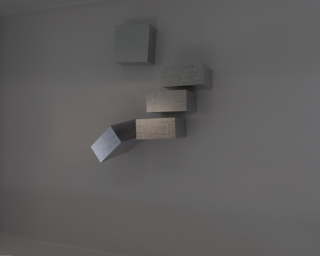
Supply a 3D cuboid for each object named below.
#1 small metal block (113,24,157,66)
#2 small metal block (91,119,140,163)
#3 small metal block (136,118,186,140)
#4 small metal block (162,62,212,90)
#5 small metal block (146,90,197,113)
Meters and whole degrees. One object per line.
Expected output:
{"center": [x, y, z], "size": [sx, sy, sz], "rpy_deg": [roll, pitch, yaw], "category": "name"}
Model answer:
{"center": [-0.034, -0.113, 0.423], "size": [0.050, 0.025, 0.050], "rpy_deg": [4, 91, 20], "category": "small metal block"}
{"center": [-0.054, 0.016, 0.409], "size": [0.050, 0.050, 0.025], "rpy_deg": [-42, 76, 35], "category": "small metal block"}
{"center": [0.003, 0.001, 0.396], "size": [0.050, 0.050, 0.025], "rpy_deg": [-2, 89, 19], "category": "small metal block"}
{"center": [0.035, -0.062, 0.385], "size": [0.050, 0.050, 0.025], "rpy_deg": [-1, 90, 20], "category": "small metal block"}
{"center": [0.016, -0.032, 0.392], "size": [0.050, 0.050, 0.025], "rpy_deg": [-1, 90, 20], "category": "small metal block"}
